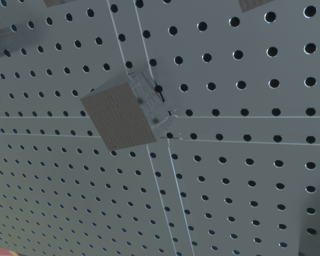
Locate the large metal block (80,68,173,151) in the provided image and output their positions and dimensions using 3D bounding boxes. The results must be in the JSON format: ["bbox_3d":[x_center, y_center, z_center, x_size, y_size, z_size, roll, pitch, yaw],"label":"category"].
[{"bbox_3d":[-0.042,-0.022,0.402,0.080,0.050,0.080,-13,112,33],"label":"large metal block"}]

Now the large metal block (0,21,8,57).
[{"bbox_3d":[-0.279,-0.132,0.438,0.080,0.080,0.050,32,128,7],"label":"large metal block"}]

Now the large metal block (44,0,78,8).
[{"bbox_3d":[-0.072,-0.166,0.309,0.080,0.080,0.050,-11,113,32],"label":"large metal block"}]

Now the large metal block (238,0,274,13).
[{"bbox_3d":[0.097,-0.152,0.250,0.080,0.050,0.080,-13,112,33],"label":"large metal block"}]

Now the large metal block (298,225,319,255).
[{"bbox_3d":[0.207,0.160,0.366,0.050,0.080,0.079,28,128,10],"label":"large metal block"}]
